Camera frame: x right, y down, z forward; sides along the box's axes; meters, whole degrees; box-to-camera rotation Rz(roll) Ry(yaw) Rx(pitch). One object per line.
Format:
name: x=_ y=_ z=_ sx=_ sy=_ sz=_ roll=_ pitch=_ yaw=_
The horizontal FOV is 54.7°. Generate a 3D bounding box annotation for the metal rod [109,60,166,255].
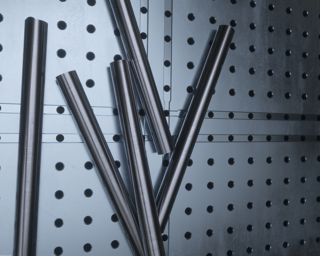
metal rod: x=-0.024 y=0.063 z=0.389 sx=0.025 sy=0.025 sz=0.298 roll=-10 pitch=88 yaw=-20

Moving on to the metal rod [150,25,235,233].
metal rod: x=0.045 y=-0.004 z=0.430 sx=0.025 sy=0.025 sz=0.299 roll=23 pitch=82 yaw=-19

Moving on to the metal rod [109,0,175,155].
metal rod: x=-0.035 y=-0.110 z=0.400 sx=0.025 sy=0.025 sz=0.298 roll=-19 pitch=97 yaw=-19

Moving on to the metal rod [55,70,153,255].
metal rod: x=-0.058 y=0.072 z=0.392 sx=0.025 sy=0.025 sz=0.299 roll=-25 pitch=99 yaw=-19

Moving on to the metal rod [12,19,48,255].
metal rod: x=-0.150 y=0.026 z=0.357 sx=0.025 sy=0.025 sz=0.298 roll=3 pitch=89 yaw=-20
